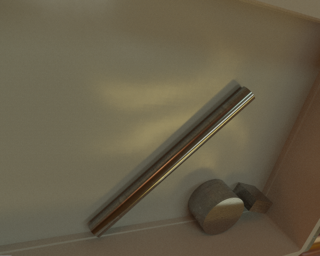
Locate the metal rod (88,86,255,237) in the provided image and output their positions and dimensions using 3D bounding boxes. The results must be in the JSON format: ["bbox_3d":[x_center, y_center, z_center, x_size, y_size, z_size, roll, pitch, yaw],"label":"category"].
[{"bbox_3d":[0.017,0.049,0.449,0.300,0.025,0.025,-42,130,0],"label":"metal rod"}]

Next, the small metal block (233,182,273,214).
[{"bbox_3d":[0.169,0.128,0.567,0.050,0.050,0.025,19,108,-36],"label":"small metal block"}]

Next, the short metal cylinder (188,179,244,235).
[{"bbox_3d":[0.095,0.135,0.531,0.081,0.050,0.079,-14,124,-21],"label":"short metal cylinder"}]
